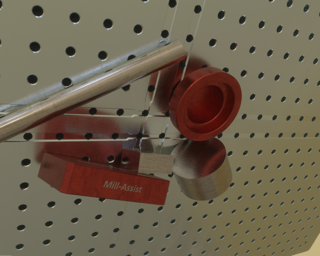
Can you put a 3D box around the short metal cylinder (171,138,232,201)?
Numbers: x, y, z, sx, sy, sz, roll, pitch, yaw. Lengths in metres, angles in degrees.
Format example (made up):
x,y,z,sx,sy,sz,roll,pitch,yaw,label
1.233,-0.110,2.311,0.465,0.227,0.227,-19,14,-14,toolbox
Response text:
x,y,z,sx,sy,sz,roll,pitch,yaw,label
0.059,0.056,0.445,0.080,0.080,0.050,-30,129,-9,short metal cylinder

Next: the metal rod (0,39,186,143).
x,y,z,sx,sy,sz,roll,pitch,yaw,label
-0.108,-0.027,0.336,0.302,0.025,0.025,-27,128,-12,metal rod

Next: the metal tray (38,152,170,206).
x,y,z,sx,sy,sz,roll,pitch,yaw,label
-0.066,0.061,0.369,0.131,0.090,0.030,17,83,-35,metal tray

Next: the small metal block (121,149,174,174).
x,y,z,sx,sy,sz,roll,pitch,yaw,label
-0.018,0.044,0.411,0.050,0.050,0.025,8,88,-33,small metal block

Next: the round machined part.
x,y,z,sx,sy,sz,roll,pitch,yaw,label
0.055,-0.035,0.411,0.099,0.042,0.097,-14,125,-21,round machined part
